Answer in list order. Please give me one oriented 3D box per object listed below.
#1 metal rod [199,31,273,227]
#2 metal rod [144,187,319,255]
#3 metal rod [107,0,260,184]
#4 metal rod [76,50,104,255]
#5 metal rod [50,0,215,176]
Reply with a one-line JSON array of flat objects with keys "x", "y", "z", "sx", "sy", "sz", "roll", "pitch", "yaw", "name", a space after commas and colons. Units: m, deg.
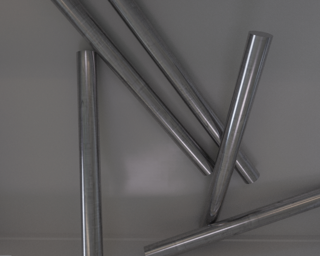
[{"x": 0.087, "y": 0.030, "z": 0.394, "sx": 0.025, "sy": 0.025, "sz": 0.298, "roll": 6, "pitch": 121, "yaw": -2, "name": "metal rod"}, {"x": 0.125, "y": 0.131, "z": 0.437, "sx": 0.302, "sy": 0.025, "sz": 0.025, "roll": -17, "pitch": 110, "yaw": -3, "name": "metal rod"}, {"x": 0.039, "y": -0.042, "z": 0.395, "sx": 0.025, "sy": 0.025, "sz": 0.300, "roll": -35, "pitch": 107, "yaw": 12, "name": "metal rod"}, {"x": -0.083, "y": 0.058, "z": 0.371, "sx": 0.025, "sy": 0.025, "sz": 0.298, "roll": -2, "pitch": 87, "yaw": 1, "name": "metal rod"}, {"x": -0.026, "y": -0.051, "z": 0.392, "sx": 0.025, "sy": 0.025, "sz": 0.300, "roll": -38, "pitch": 106, "yaw": 12, "name": "metal rod"}]
